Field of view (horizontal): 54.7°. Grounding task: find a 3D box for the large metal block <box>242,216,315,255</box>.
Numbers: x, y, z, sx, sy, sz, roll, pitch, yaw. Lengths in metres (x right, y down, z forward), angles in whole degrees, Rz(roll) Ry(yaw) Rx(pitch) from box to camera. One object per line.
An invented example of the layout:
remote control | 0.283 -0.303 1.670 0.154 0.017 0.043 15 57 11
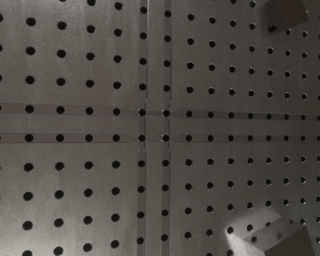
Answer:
large metal block | 0.184 0.195 0.470 0.081 0.050 0.080 -22 98 -19

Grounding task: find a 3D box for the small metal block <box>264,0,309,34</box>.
small metal block | 0.200 -0.183 0.488 0.050 0.025 0.050 -25 99 -19
